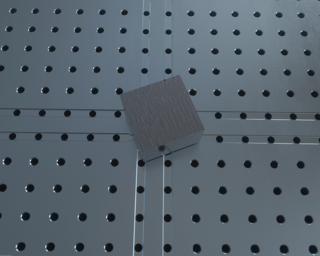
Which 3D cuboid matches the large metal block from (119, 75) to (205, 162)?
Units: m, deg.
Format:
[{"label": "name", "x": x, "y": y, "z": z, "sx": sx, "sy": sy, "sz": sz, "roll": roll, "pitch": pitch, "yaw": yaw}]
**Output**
[{"label": "large metal block", "x": 0.002, "y": -0.011, "z": 0.400, "sx": 0.081, "sy": 0.050, "sz": 0.080, "roll": -20, "pitch": 71, "yaw": -7}]
